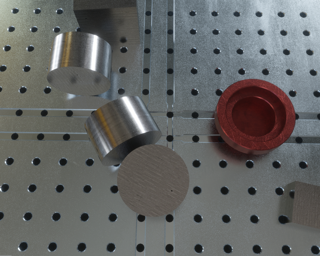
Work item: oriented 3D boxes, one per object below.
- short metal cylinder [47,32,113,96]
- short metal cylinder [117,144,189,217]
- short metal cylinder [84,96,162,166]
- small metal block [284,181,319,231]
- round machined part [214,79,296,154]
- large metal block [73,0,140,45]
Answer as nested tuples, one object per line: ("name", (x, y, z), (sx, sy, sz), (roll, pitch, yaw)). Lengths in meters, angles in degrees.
("short metal cylinder", (-0.105, -0.083, 0.412), (0.080, 0.080, 0.050), (0, 70, 0))
("short metal cylinder", (-0.009, 0.062, 0.369), (0.081, 0.050, 0.080), (1, 78, -5))
("short metal cylinder", (-0.045, 0.005, 0.380), (0.080, 0.080, 0.050), (-27, 72, -9))
("small metal block", (0.183, 0.096, 0.378), (0.050, 0.025, 0.050), (13, 70, 4))
("round machined part", (0.121, -0.012, 0.408), (0.099, 0.042, 0.098), (0, 70, 0))
("large metal block", (-0.072, -0.162, 0.441), (0.081, 0.080, 0.050), (-4, 70, -2))
